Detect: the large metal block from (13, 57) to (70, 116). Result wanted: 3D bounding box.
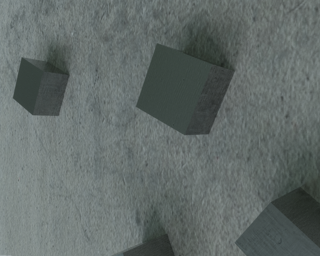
[{"bbox_3d":[-0.218,-0.075,0.565,0.080,0.050,0.079,31,109,35],"label":"large metal block"}]

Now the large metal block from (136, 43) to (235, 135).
[{"bbox_3d":[0.028,-0.045,0.364,0.080,0.050,0.079,31,109,35],"label":"large metal block"}]

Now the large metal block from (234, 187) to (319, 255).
[{"bbox_3d":[0.126,0.102,0.265,0.080,0.081,0.050,45,117,30],"label":"large metal block"}]

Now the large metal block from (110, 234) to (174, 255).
[{"bbox_3d":[-0.020,0.188,0.384,0.050,0.081,0.080,-33,70,35],"label":"large metal block"}]
